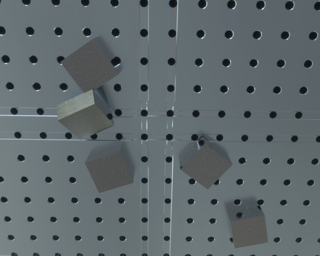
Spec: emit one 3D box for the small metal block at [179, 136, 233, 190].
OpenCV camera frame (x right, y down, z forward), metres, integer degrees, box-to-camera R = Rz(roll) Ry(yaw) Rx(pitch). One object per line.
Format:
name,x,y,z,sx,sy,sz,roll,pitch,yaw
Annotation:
small metal block,0.063,0.049,0.432,0.050,0.025,0.050,37,106,-13

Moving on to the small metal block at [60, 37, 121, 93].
small metal block,-0.085,-0.076,0.385,0.050,0.025,0.050,-32,107,11

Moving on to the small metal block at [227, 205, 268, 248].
small metal block,0.132,0.150,0.469,0.050,0.025,0.050,-12,110,4

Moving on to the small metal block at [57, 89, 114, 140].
small metal block,-0.094,-0.016,0.394,0.050,0.025,0.050,-23,143,8

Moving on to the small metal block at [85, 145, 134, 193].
small metal block,-0.069,0.057,0.434,0.050,0.025,0.050,-18,109,6
